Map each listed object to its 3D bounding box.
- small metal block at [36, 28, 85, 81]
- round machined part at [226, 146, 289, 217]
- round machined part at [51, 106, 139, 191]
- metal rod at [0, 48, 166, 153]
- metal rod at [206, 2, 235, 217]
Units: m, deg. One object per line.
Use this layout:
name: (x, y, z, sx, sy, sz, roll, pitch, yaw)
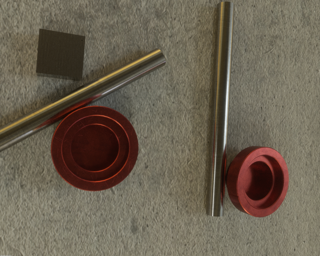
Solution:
small metal block: (-0.117, -0.085, 0.366, 0.050, 0.025, 0.050, 4, 89, -20)
round machined part: (0.134, 0.074, 0.446, 0.099, 0.042, 0.097, -1, 91, -27)
round machined part: (-0.079, 0.023, 0.371, 0.099, 0.042, 0.097, 0, 90, -20)
metal rod: (-0.123, -0.020, 0.363, 0.302, 0.025, 0.025, -31, 100, -18)
metal rod: (0.086, -0.027, 0.440, 0.025, 0.025, 0.298, 4, 89, -20)
